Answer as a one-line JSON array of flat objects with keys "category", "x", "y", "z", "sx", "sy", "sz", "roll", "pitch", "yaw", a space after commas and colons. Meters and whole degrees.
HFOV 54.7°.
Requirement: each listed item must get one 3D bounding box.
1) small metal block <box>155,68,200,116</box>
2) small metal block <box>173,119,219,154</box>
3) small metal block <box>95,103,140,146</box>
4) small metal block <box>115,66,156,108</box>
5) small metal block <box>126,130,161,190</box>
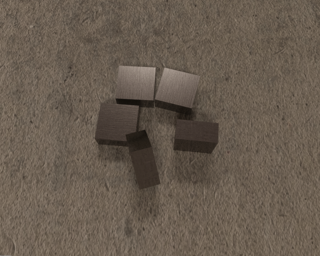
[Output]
[{"category": "small metal block", "x": 0.024, "y": -0.050, "z": 0.427, "sx": 0.050, "sy": 0.025, "sz": 0.050, "roll": 14, "pitch": 71, "yaw": 5}, {"category": "small metal block", "x": 0.044, "y": 0.012, "z": 0.391, "sx": 0.050, "sy": 0.050, "sz": 0.025, "roll": 6, "pitch": 70, "yaw": 2}, {"category": "small metal block", "x": -0.055, "y": -0.004, "z": 0.409, "sx": 0.050, "sy": 0.025, "sz": 0.050, "roll": 5, "pitch": 70, "yaw": 1}, {"category": "small metal block", "x": -0.032, "y": -0.057, "z": 0.429, "sx": 0.050, "sy": 0.025, "sz": 0.050, "roll": 3, "pitch": 70, "yaw": 1}, {"category": "small metal block", "x": -0.021, "y": 0.037, "z": 0.370, "sx": 0.025, "sy": 0.050, "sz": 0.050, "roll": -15, "pitch": 114, "yaw": -6}]
